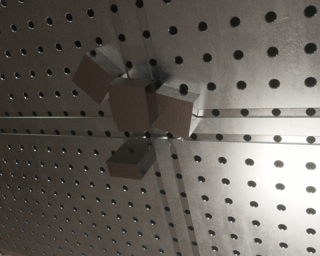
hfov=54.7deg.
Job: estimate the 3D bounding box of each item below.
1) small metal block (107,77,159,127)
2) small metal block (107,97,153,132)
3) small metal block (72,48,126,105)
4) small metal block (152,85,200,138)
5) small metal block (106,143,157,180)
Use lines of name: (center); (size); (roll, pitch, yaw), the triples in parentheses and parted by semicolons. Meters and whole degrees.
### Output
small metal block: (-0.032, -0.032, 0.375); (0.050, 0.025, 0.050); (8, 122, 24)
small metal block: (-0.036, -0.023, 0.414); (0.050, 0.025, 0.050); (-1, 118, 28)
small metal block: (-0.082, -0.068, 0.411); (0.050, 0.025, 0.050); (41, 129, 0)
small metal block: (0.019, -0.021, 0.387); (0.050, 0.025, 0.050); (17, 125, 18)
small metal block: (-0.040, 0.047, 0.443); (0.050, 0.050, 0.025); (2, 119, 27)
